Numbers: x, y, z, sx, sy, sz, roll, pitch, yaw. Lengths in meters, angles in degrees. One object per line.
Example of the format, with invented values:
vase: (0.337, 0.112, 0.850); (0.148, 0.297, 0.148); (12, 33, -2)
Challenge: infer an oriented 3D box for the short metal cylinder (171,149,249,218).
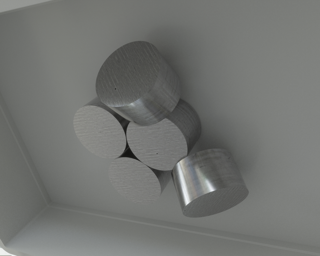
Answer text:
short metal cylinder: (0.059, 0.068, 0.374); (0.081, 0.050, 0.080); (-12, 145, -8)

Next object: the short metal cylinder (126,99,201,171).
short metal cylinder: (0.005, 0.006, 0.390); (0.080, 0.050, 0.079); (13, 124, 20)

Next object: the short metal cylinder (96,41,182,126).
short metal cylinder: (-0.023, -0.048, 0.343); (0.080, 0.080, 0.050); (-3, 155, 29)

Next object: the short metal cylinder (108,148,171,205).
short metal cylinder: (-0.025, 0.061, 0.439); (0.080, 0.050, 0.079); (13, 124, 20)

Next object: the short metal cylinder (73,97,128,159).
short metal cylinder: (-0.069, -0.005, 0.421); (0.080, 0.050, 0.079); (13, 124, 20)
